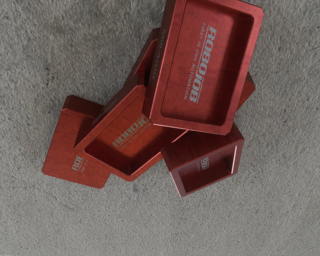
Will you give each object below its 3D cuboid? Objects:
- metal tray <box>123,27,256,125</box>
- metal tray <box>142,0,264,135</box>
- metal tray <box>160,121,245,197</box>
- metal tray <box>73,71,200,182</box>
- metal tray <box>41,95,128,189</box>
[{"bbox_3d":[0.032,-0.048,0.365,0.131,0.030,0.089,21,127,-18],"label":"metal tray"},{"bbox_3d":[0.041,-0.063,0.307,0.091,0.030,0.129,9,103,-21],"label":"metal tray"},{"bbox_3d":[0.056,0.044,0.399,0.090,0.030,0.130,-23,153,-2],"label":"metal tray"},{"bbox_3d":[-0.029,0.004,0.369,0.090,0.030,0.130,34,122,-26],"label":"metal tray"},{"bbox_3d":[-0.101,0.025,0.424,0.091,0.030,0.129,19,127,-16],"label":"metal tray"}]
